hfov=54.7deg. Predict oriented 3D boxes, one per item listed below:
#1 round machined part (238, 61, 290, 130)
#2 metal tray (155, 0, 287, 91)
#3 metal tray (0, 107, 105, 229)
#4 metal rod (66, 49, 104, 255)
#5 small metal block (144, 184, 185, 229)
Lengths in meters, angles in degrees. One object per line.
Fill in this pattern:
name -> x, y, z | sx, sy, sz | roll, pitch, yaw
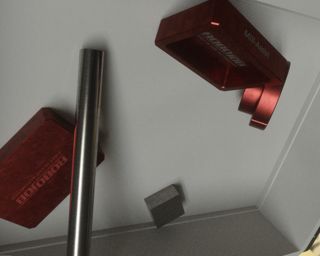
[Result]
round machined part -> 0.138, -0.049, 0.423 | 0.098, 0.042, 0.098 | 19, 91, -77
metal tray -> 0.071, -0.086, 0.352 | 0.131, 0.090, 0.030 | 26, 73, -38
metal tray -> -0.142, 0.050, 0.360 | 0.130, 0.030, 0.090 | -45, 130, 2
metal rod -> -0.083, 0.068, 0.331 | 0.025, 0.025, 0.298 | 3, 93, -30
small metal block -> 0.008, 0.125, 0.492 | 0.050, 0.025, 0.050 | -26, 128, -13
